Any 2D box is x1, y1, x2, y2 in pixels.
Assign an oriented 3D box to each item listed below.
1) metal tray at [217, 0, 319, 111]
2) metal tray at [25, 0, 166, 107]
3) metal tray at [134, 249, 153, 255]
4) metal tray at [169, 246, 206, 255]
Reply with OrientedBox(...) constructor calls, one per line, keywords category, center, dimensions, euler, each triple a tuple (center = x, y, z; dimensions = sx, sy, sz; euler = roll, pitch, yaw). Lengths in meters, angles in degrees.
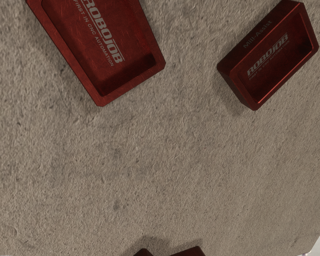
OrientedBox(category="metal tray", center=(0.151, -0.098, 0.428), dimensions=(0.130, 0.030, 0.090), euler=(-45, 130, 3))
OrientedBox(category="metal tray", center=(-0.059, -0.096, 0.313), dimensions=(0.090, 0.030, 0.130), euler=(-34, 129, -7))
OrientedBox(category="metal tray", center=(-0.045, 0.283, 0.531), dimensions=(0.130, 0.030, 0.090), euler=(-41, 103, 0))
OrientedBox(category="metal tray", center=(0.039, 0.300, 0.613), dimensions=(0.091, 0.030, 0.129), euler=(-9, 123, -24))
